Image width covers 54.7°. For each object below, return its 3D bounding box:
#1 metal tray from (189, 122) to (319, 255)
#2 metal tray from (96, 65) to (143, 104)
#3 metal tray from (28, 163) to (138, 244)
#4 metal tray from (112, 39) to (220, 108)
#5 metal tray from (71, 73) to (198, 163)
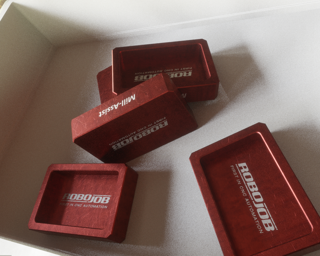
[{"bbox_3d":[0.092,0.067,0.312,0.090,0.030,0.130,-26,53,12],"label":"metal tray"},{"bbox_3d":[-0.041,-0.048,0.454,0.090,0.030,0.130,-26,53,12],"label":"metal tray"},{"bbox_3d":[-0.099,0.092,0.397,0.130,0.030,0.090,-4,60,26],"label":"metal tray"},{"bbox_3d":[0.004,-0.073,0.411,0.131,0.030,0.090,-6,53,-2],"label":"metal tray"},{"bbox_3d":[-0.029,-0.004,0.381,0.130,0.090,0.030,-26,53,12],"label":"metal tray"}]
